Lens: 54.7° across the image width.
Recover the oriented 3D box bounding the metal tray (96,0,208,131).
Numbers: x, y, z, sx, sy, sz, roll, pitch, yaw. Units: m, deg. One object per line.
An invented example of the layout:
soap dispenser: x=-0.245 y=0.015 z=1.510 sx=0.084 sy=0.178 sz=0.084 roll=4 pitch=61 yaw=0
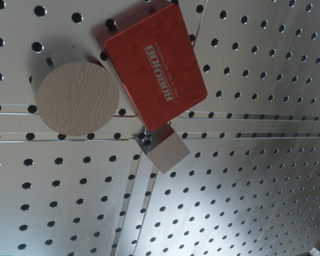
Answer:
metal tray: x=-0.003 y=-0.069 z=0.364 sx=0.090 sy=0.030 sz=0.130 roll=-32 pitch=129 yaw=-8

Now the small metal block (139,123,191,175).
small metal block: x=0.008 y=0.029 z=0.434 sx=0.050 sy=0.025 sz=0.050 roll=-39 pitch=130 yaw=-2

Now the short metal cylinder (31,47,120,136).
short metal cylinder: x=-0.089 y=-0.038 z=0.323 sx=0.081 sy=0.050 sz=0.079 roll=-14 pitch=124 yaw=-21
